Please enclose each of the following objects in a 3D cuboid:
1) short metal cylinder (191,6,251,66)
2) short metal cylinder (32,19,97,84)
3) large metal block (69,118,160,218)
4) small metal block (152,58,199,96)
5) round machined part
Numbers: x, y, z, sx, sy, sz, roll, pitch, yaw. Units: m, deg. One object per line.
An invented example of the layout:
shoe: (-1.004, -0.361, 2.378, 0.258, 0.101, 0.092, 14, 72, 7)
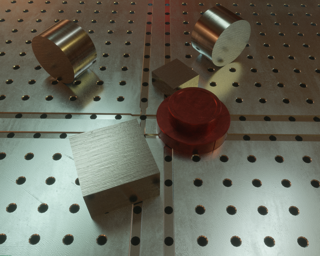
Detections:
short metal cylinder: (0.097, -0.147, 0.496, 0.081, 0.080, 0.050, -28, 56, -22)
short metal cylinder: (-0.143, -0.114, 0.466, 0.080, 0.080, 0.050, 26, 55, 19)
large metal block: (-0.052, 0.044, 0.354, 0.081, 0.050, 0.080, -16, 52, -13)
small metal block: (0.023, -0.074, 0.470, 0.050, 0.025, 0.050, -32, 57, -25)
round machined part: (0.044, -0.017, 0.411, 0.099, 0.042, 0.098, 0, 50, 0)
